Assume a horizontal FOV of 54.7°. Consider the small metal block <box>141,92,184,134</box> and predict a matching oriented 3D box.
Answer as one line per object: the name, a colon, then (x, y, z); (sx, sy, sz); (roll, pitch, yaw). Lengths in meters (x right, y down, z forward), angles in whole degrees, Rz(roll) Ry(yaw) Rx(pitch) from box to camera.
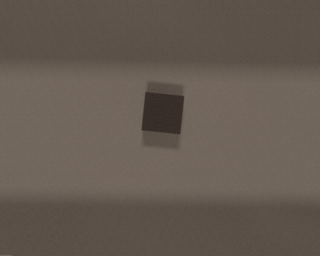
small metal block: (0.004, -0.019, 0.411); (0.050, 0.025, 0.050); (6, 90, -1)
